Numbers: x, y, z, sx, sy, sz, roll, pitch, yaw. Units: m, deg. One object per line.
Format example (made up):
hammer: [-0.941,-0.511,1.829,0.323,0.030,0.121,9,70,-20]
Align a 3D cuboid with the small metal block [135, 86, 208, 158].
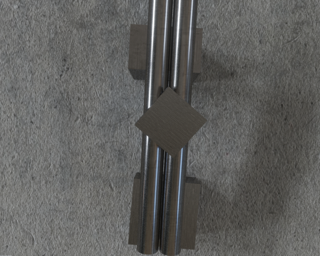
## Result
small metal block: [0.011,-0.007,0.314,0.050,0.025,0.050,41,95,-6]

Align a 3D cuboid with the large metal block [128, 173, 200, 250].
large metal block: [0.005,0.104,0.398,0.080,0.050,0.080,5,90,0]

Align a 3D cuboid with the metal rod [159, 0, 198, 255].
metal rod: [0.020,-0.007,0.338,0.025,0.025,0.298,3,97,0]

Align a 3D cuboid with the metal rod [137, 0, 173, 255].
metal rod: [-0.006,-0.008,0.338,0.025,0.025,0.298,3,97,0]

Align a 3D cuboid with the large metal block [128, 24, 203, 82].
large metal block: [0.006,-0.089,0.384,0.080,0.080,0.050,3,90,0]
